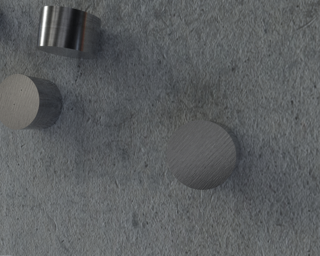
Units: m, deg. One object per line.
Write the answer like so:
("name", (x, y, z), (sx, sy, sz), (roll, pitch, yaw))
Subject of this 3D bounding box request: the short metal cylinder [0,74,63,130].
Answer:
("short metal cylinder", (-0.196, -0.038, 0.465), (0.080, 0.050, 0.080), (0, 90, 20))

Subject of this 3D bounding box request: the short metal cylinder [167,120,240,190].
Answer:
("short metal cylinder", (0.054, 0.031, 0.376), (0.080, 0.050, 0.080), (0, 90, 20))

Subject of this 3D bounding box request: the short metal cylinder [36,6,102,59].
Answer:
("short metal cylinder", (-0.124, -0.127, 0.423), (0.080, 0.080, 0.050), (8, 93, 20))
